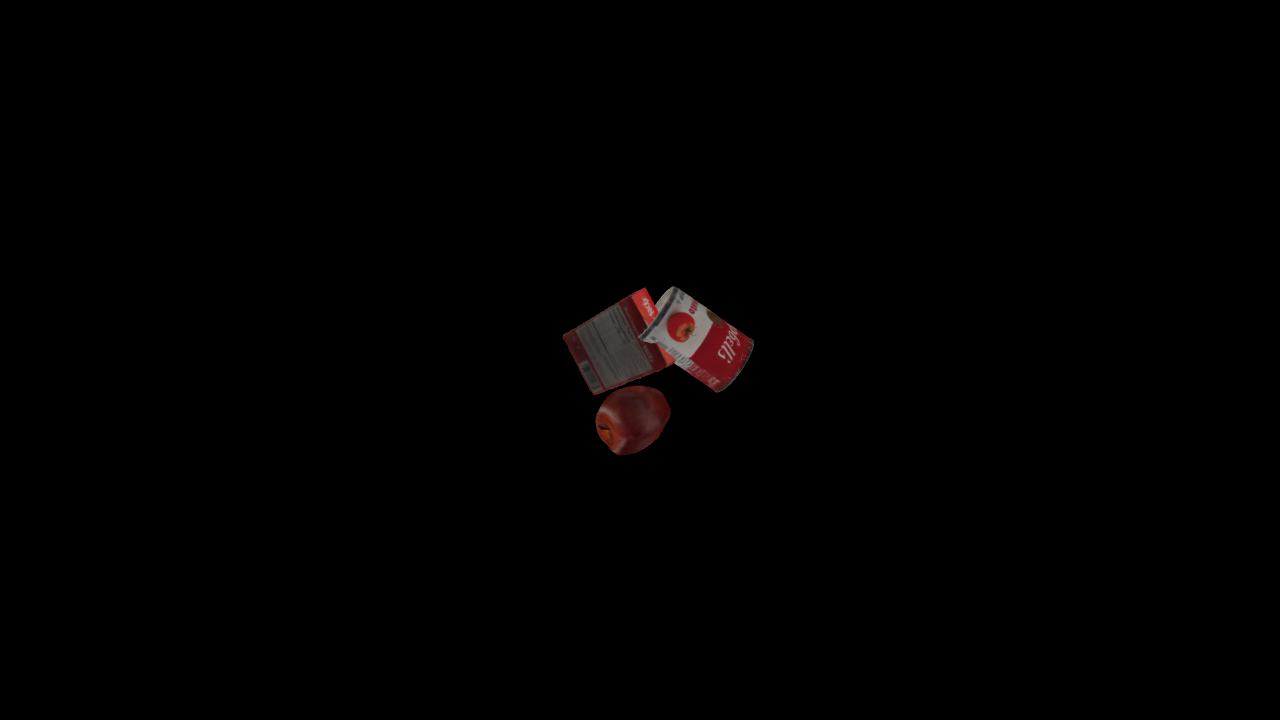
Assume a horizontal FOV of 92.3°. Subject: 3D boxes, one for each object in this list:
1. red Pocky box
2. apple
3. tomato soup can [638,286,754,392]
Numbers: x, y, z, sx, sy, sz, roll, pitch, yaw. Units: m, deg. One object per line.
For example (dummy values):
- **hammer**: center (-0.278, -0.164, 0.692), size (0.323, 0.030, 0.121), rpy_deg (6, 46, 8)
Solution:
- **red Pocky box**: center (-0.024, -0.015, 0.673), size (0.028, 0.083, 0.155), rpy_deg (-29, 4, -36)
- **apple**: center (-0.009, 0.067, 0.717), size (0.093, 0.079, 0.079), rpy_deg (-20, 11, -35)
- **tomato soup can**: center (0.056, -0.022, 0.630), size (0.101, 0.068, 0.068), rpy_deg (34, -5, -8)
